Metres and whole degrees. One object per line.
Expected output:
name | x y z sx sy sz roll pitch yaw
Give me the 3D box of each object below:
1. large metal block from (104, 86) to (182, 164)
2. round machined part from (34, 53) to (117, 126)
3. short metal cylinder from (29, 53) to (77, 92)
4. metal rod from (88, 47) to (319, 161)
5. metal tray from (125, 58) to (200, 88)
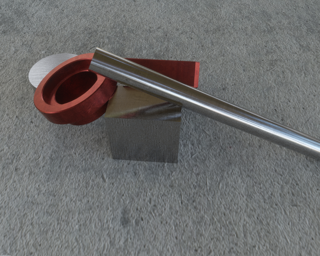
large metal block | -0.017 -0.003 0.370 0.080 0.080 0.050 4 50 2
round machined part | -0.095 -0.042 0.370 0.098 0.042 0.098 -13 47 15
short metal cylinder | -0.136 -0.061 0.438 0.081 0.050 0.080 0 50 0
metal rod | 0.070 -0.018 0.345 0.302 0.025 0.025 20 49 -15
metal tray | 0.003 -0.074 0.414 0.091 0.030 0.130 4 11 3
